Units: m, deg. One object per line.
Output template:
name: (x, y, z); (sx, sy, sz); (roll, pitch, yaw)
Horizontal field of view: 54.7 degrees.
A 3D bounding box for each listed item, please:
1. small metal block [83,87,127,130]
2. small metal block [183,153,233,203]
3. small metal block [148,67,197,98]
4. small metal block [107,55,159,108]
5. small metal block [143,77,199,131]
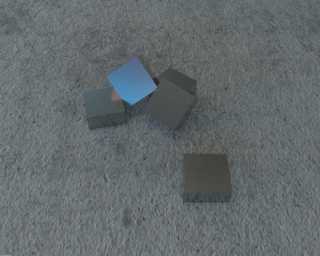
small metal block: (-0.076, -0.028, 0.426); (0.050, 0.025, 0.050); (-10, 51, -8)
small metal block: (0.053, 0.057, 0.355); (0.050, 0.025, 0.050); (1, 50, 0)
small metal block: (0.018, -0.056, 0.451); (0.050, 0.025, 0.050); (31, 56, 23)
small metal block: (-0.035, -0.064, 0.422); (0.050, 0.050, 0.025); (-31, 10, 17)
small metal block: (0.015, -0.031, 0.407); (0.050, 0.025, 0.050); (34, 99, 15)
